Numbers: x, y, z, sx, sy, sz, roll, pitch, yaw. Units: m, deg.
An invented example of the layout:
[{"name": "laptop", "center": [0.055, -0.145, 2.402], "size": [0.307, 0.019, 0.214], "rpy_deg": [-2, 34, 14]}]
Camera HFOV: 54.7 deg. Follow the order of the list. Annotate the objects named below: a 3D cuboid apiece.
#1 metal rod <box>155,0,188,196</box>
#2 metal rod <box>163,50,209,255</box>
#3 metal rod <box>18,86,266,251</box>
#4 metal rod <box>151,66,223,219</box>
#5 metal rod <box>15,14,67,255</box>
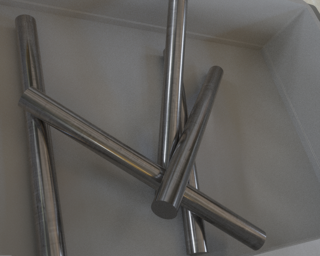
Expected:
[{"name": "metal rod", "center": [0.017, -0.066, 0.386], "size": [0.025, 0.025, 0.298], "rpy_deg": [8, 80, -25]}, {"name": "metal rod", "center": [0.030, 0.010, 0.417], "size": [0.025, 0.025, 0.299], "rpy_deg": [9, 58, -24]}, {"name": "metal rod", "center": [-0.012, 0.048, 0.337], "size": [0.301, 0.025, 0.025], "rpy_deg": [33, 51, -7]}, {"name": "metal rod", "center": [0.049, -0.009, 0.399], "size": [0.025, 0.025, 0.301], "rpy_deg": [35, 39, -6]}, {"name": "metal rod", "center": [-0.133, -0.004, 0.336], "size": [0.025, 0.025, 0.299], "rpy_deg": [-2, 63, -30]}]
